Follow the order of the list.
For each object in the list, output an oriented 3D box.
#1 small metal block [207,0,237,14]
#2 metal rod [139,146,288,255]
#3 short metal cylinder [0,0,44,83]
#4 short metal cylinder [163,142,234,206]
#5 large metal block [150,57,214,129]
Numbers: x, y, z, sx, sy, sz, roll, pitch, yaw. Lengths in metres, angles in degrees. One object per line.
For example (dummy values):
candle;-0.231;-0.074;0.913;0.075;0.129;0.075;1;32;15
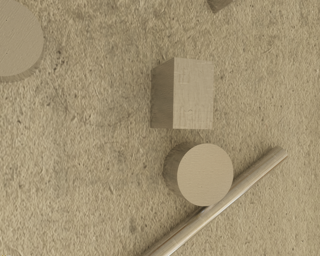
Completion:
small metal block;0.101;-0.190;0.434;0.050;0.050;0.025;-34;102;-17
metal rod;0.068;0.118;0.435;0.302;0.025;0.025;-34;101;-17
short metal cylinder;-0.168;-0.092;0.333;0.081;0.050;0.079;0;90;-21
short metal cylinder;0.050;0.059;0.416;0.081;0.050;0.079;0;90;-21
large metal block;0.025;-0.039;0.390;0.050;0.080;0.079;1;90;-20
